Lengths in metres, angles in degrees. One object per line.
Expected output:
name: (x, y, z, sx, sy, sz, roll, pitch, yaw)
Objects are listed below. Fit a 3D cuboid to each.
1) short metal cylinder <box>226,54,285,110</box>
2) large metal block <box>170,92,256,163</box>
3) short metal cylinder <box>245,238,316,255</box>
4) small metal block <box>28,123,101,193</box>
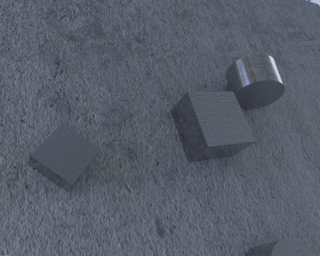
short metal cylinder: (0.150, -0.072, 0.493, 0.081, 0.080, 0.050, 7, 59, -25)
large metal block: (0.072, -0.003, 0.428, 0.081, 0.050, 0.080, -4, 64, -30)
short metal cylinder: (0.142, 0.174, 0.358, 0.081, 0.050, 0.080, 14, 56, -21)
small metal block: (-0.101, 0.031, 0.330, 0.050, 0.025, 0.050, 37, 51, -4)
